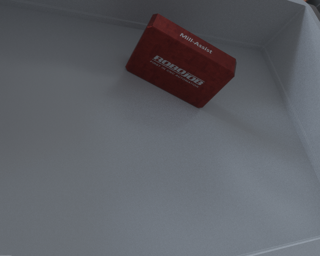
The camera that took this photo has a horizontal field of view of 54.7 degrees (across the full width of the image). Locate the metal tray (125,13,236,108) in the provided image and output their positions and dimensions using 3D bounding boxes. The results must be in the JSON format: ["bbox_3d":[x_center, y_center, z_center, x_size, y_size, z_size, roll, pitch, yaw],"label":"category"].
[{"bbox_3d":[0.028,-0.089,0.434,0.131,0.090,0.030,26,53,-12],"label":"metal tray"}]
